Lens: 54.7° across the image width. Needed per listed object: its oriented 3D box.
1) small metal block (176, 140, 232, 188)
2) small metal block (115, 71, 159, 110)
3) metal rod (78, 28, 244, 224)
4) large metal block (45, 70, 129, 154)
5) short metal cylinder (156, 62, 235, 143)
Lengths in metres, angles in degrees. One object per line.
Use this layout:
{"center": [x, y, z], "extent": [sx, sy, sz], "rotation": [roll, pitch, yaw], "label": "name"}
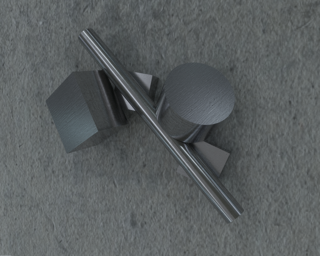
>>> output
{"center": [0.056, 0.043, 0.390], "extent": [0.050, 0.025, 0.050], "rotation": [26, 98, 17], "label": "small metal block"}
{"center": [-0.034, -0.049, 0.421], "extent": [0.050, 0.025, 0.050], "rotation": [13, 94, 19], "label": "small metal block"}
{"center": [-0.007, -0.012, 0.385], "extent": [0.025, 0.025, 0.300], "rotation": [-43, 77, 15], "label": "metal rod"}
{"center": [-0.099, -0.021, 0.413], "extent": [0.080, 0.050, 0.080], "rotation": [-31, 80, 41], "label": "large metal block"}
{"center": [0.039, -0.029, 0.361], "extent": [0.081, 0.050, 0.080], "rotation": [5, 64, -11], "label": "short metal cylinder"}
